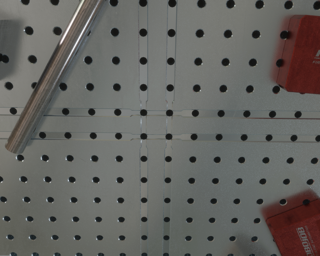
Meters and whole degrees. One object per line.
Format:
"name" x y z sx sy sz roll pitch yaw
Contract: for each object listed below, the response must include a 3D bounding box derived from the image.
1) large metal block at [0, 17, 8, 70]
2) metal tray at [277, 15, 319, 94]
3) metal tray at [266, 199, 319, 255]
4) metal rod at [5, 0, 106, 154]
"large metal block" -0.236 -0.099 0.361 0.080 0.050 0.079 17 109 -7
"metal tray" 0.221 -0.086 0.381 0.131 0.030 0.089 4 110 -2
"metal tray" 0.232 0.183 0.480 0.090 0.030 0.130 -25 108 8
"metal rod" -0.117 -0.090 0.378 0.025 0.025 0.299 31 107 -11
